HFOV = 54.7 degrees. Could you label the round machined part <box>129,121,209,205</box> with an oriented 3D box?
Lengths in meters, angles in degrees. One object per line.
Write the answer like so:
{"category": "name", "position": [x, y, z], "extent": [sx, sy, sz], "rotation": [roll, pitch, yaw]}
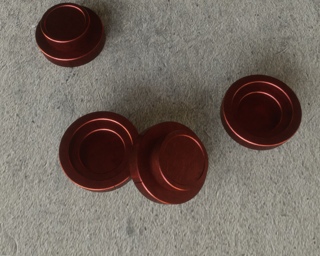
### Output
{"category": "round machined part", "position": [0.017, 0.039, 0.362], "extent": [0.099, 0.042, 0.098], "rotation": [8, 74, -29]}

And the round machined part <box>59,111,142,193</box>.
{"category": "round machined part", "position": [-0.071, 0.032, 0.387], "extent": [0.099, 0.042, 0.098], "rotation": [0, 70, 0]}

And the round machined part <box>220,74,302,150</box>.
{"category": "round machined part", "position": [0.128, -0.017, 0.406], "extent": [0.099, 0.042, 0.098], "rotation": [0, 70, 0]}

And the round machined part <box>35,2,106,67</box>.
{"category": "round machined part", "position": [-0.132, -0.141, 0.450], "extent": [0.099, 0.042, 0.098], "rotation": [0, 70, 0]}
